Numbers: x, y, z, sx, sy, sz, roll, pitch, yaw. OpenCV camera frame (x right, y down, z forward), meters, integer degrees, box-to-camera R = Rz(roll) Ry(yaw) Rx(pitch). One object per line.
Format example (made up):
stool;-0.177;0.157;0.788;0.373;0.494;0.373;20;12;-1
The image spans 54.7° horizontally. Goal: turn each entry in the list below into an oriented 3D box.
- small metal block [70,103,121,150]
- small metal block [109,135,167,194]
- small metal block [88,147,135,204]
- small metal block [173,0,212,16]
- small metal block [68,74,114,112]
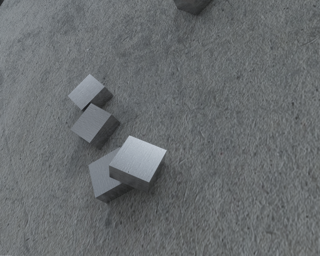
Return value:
small metal block;-0.095;-0.003;0.455;0.050;0.025;0.050;27;77;37
small metal block;-0.026;0.043;0.370;0.050;0.025;0.050;21;49;12
small metal block;-0.060;0.061;0.398;0.050;0.025;0.050;-30;52;9
small metal block;0.057;-0.217;0.507;0.050;0.025;0.050;-47;51;-5
small metal block;-0.111;-0.052;0.494;0.050;0.025;0.050;-47;51;-5
